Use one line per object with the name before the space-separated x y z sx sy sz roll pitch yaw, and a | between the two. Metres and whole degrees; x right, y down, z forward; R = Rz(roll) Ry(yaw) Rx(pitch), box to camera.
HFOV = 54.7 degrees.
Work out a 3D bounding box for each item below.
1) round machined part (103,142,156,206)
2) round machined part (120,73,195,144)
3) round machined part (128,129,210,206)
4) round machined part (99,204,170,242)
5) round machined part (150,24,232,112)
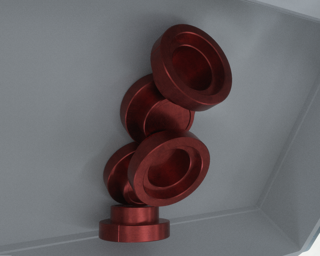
round machined part | -0.024 0.069 0.426 0.099 0.042 0.097 -14 125 -21
round machined part | 0.004 -0.017 0.388 0.099 0.042 0.097 -14 125 -21
round machined part | 0.007 0.043 0.372 0.099 0.042 0.097 -14 125 -21
round machined part | -0.035 0.130 0.435 0.099 0.098 0.042 6 78 -32
round machined part | 0.031 -0.064 0.351 0.099 0.098 0.042 7 157 -32
